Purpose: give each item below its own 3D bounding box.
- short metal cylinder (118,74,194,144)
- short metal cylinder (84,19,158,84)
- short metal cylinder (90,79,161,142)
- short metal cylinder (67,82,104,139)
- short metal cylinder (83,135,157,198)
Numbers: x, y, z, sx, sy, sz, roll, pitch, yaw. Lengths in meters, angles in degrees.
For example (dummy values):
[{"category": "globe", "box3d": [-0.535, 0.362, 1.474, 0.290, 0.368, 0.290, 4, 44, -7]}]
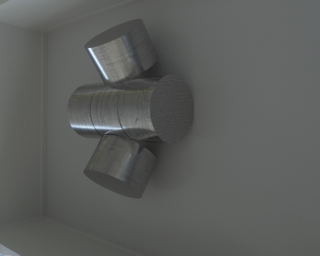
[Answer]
[{"category": "short metal cylinder", "box3d": [-0.003, -0.022, 0.372, 0.050, 0.081, 0.079, 2, 91, 40]}, {"category": "short metal cylinder", "box3d": [-0.049, -0.099, 0.400, 0.080, 0.080, 0.050, 3, 129, 40]}, {"category": "short metal cylinder", "box3d": [-0.042, -0.023, 0.404, 0.050, 0.081, 0.079, 2, 91, 40]}, {"category": "short metal cylinder", "box3d": [-0.081, -0.024, 0.436, 0.050, 0.081, 0.079, 2, 91, 40]}, {"category": "short metal cylinder", "box3d": [-0.051, 0.051, 0.401, 0.080, 0.080, 0.050, 0, 56, 40]}]
